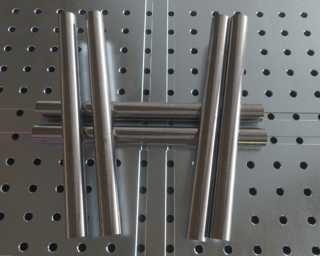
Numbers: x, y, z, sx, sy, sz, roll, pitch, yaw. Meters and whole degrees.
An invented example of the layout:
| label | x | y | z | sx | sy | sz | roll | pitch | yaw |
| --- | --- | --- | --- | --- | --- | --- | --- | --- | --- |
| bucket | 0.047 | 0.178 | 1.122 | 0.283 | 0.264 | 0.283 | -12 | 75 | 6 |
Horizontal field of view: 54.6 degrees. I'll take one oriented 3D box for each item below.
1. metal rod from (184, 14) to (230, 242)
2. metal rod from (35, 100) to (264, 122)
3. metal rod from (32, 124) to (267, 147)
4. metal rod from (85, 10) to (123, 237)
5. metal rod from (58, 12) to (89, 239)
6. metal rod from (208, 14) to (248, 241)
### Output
| label | x | y | z | sx | sy | sz | roll | pitch | yaw |
| --- | --- | --- | --- | --- | --- | --- | --- | --- | --- |
| metal rod | 0.063 | -0.015 | 0.392 | 0.025 | 0.025 | 0.299 | 9 | 70 | 3 |
| metal rod | -0.014 | -0.023 | 0.421 | 0.302 | 0.025 | 0.025 | 1 | 70 | 0 |
| metal rod | -0.013 | 0.010 | 0.409 | 0.302 | 0.025 | 0.025 | 1 | 70 | 0 |
| metal rod | -0.074 | -0.021 | 0.393 | 0.025 | 0.025 | 0.299 | -7 | 70 | -3 |
| metal rod | -0.112 | -0.018 | 0.392 | 0.025 | 0.025 | 0.299 | -8 | 70 | -3 |
| metal rod | 0.089 | -0.016 | 0.392 | 0.025 | 0.025 | 0.299 | 9 | 70 | 3 |
